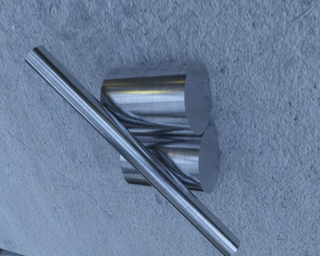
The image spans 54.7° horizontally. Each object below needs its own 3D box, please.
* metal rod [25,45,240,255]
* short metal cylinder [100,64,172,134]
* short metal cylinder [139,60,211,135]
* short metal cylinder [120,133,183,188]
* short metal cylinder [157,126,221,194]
[{"bbox_3d":[-0.026,0.028,0.336,0.300,0.025,0.025,45,129,-4],"label":"metal rod"},{"bbox_3d":[-0.025,-0.033,0.365,0.050,0.080,0.080,1,119,28],"label":"short metal cylinder"},{"bbox_3d":[0.020,-0.032,0.343,0.050,0.080,0.080,1,119,28],"label":"short metal cylinder"},{"bbox_3d":[-0.007,0.037,0.400,0.050,0.080,0.080,1,119,28],"label":"short metal cylinder"},{"bbox_3d":[0.037,0.037,0.376,0.050,0.080,0.080,1,119,28],"label":"short metal cylinder"}]
